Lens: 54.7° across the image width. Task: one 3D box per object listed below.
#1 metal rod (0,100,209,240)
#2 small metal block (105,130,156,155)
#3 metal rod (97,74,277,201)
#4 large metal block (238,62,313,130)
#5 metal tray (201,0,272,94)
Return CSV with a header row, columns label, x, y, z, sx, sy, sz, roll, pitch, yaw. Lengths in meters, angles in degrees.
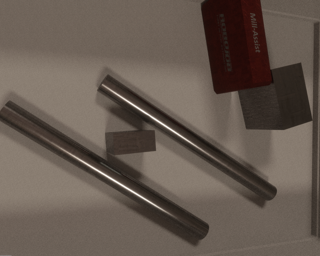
label,x,y,z,sx,sy,sz,roll,pitch,yaw
metal rod,-0.057,0.062,0.390,0.301,0.025,0.025,35,79,-17
small metal block,-0.038,0.017,0.384,0.050,0.050,0.025,-5,92,-20
metal rod,0.049,0.022,0.429,0.301,0.025,0.025,33,79,-17
large metal block,0.159,-0.042,0.442,0.050,0.080,0.080,-16,96,-20
metal tray,0.099,-0.115,0.413,0.030,0.090,0.129,-11,94,-20
